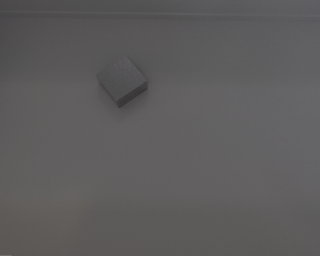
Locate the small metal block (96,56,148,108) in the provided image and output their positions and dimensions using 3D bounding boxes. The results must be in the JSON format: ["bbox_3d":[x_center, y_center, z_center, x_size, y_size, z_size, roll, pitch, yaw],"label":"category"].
[{"bbox_3d":[-0.053,-0.064,0.433,0.050,0.025,0.050,-36,74,-12],"label":"small metal block"}]
